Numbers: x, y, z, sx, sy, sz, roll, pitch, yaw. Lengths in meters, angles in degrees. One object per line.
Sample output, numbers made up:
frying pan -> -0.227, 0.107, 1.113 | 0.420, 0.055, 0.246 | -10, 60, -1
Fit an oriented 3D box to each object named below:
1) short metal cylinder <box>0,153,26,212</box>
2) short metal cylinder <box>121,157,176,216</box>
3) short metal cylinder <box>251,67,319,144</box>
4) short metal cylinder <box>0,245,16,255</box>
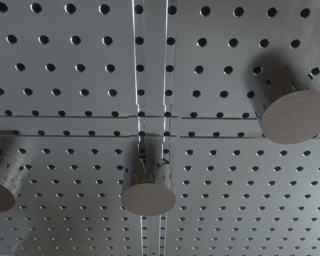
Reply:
short metal cylinder -> -0.249, 0.082, 0.461 | 0.081, 0.050, 0.079 | -1, 130, 0
short metal cylinder -> -0.017, 0.090, 0.472 | 0.081, 0.050, 0.079 | 0, 130, 0
short metal cylinder -> 0.157, -0.026, 0.376 | 0.081, 0.050, 0.079 | 0, 130, 0
short metal cylinder -> -0.331, 0.280, 0.609 | 0.080, 0.080, 0.050 | 25, 126, -20
